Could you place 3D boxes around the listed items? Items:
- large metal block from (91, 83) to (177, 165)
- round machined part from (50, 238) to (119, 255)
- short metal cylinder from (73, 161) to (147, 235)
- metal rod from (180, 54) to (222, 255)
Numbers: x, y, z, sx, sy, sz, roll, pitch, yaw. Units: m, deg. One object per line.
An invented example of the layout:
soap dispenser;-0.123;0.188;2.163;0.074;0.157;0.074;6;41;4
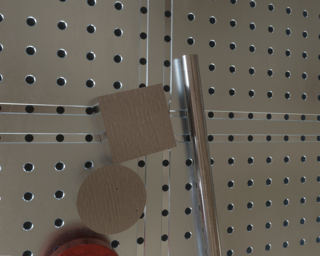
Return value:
large metal block;-0.034;-0.006;0.388;0.081;0.050;0.080;-15;95;-20
round machined part;-0.093;0.180;0.370;0.099;0.042;0.097;0;90;-21
short metal cylinder;-0.062;0.082;0.377;0.081;0.050;0.079;0;90;-21
metal rod;0.059;0.048;0.435;0.025;0.025;0.298;-8;93;-20
